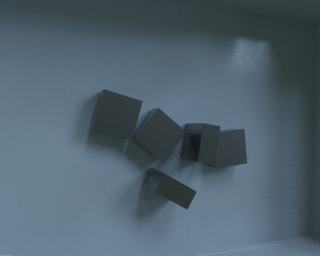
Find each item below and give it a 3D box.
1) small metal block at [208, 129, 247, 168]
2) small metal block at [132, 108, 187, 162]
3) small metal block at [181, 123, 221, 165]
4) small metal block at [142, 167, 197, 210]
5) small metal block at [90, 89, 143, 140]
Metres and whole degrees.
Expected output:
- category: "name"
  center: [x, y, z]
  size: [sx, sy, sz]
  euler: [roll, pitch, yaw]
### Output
- category: "small metal block"
  center: [0.095, 0.028, 0.445]
  size: [0.050, 0.025, 0.050]
  euler: [-6, 92, -20]
- category: "small metal block"
  center: [-0.002, 0.009, 0.408]
  size: [0.050, 0.025, 0.050]
  euler: [41, 77, -16]
- category: "small metal block"
  center: [0.054, 0.020, 0.417]
  size: [0.025, 0.050, 0.050]
  euler: [10, 87, -21]
- category: "small metal block"
  center: [0.011, 0.077, 0.400]
  size: [0.050, 0.050, 0.025]
  euler: [32, 81, -18]
- category: "small metal block"
  center: [-0.055, -0.016, 0.388]
  size: [0.050, 0.025, 0.050]
  euler: [16, 85, -20]
